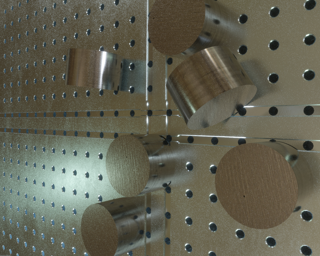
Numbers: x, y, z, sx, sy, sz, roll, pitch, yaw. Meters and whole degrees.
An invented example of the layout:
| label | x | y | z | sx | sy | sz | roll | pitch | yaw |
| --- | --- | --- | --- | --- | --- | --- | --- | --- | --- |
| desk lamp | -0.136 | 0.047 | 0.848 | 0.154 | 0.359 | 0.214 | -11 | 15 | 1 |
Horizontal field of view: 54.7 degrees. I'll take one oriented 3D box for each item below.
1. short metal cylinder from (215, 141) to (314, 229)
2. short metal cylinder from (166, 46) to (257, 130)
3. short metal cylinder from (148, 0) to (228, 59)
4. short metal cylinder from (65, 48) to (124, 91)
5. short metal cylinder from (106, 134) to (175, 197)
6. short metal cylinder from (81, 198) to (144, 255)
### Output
| label | x | y | z | sx | sy | sz | roll | pitch | yaw |
| --- | --- | --- | --- | --- | --- | --- | --- | --- | --- |
| short metal cylinder | 0.103 | 0.054 | 0.308 | 0.080 | 0.050 | 0.079 | 0 | 90 | 40 |
| short metal cylinder | 0.054 | -0.041 | 0.329 | 0.080 | 0.081 | 0.050 | -41 | 65 | 32 |
| short metal cylinder | 0.033 | -0.122 | 0.366 | 0.080 | 0.050 | 0.079 | 0 | 90 | 40 |
| short metal cylinder | -0.095 | -0.083 | 0.452 | 0.080 | 0.081 | 0.050 | 11 | 98 | 39 |
| short metal cylinder | -0.027 | 0.048 | 0.415 | 0.080 | 0.050 | 0.080 | 0 | 90 | 39 |
| short metal cylinder | -0.070 | 0.146 | 0.451 | 0.080 | 0.050 | 0.079 | 0 | 90 | 40 |
